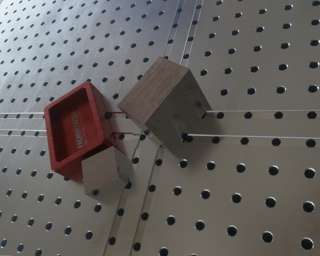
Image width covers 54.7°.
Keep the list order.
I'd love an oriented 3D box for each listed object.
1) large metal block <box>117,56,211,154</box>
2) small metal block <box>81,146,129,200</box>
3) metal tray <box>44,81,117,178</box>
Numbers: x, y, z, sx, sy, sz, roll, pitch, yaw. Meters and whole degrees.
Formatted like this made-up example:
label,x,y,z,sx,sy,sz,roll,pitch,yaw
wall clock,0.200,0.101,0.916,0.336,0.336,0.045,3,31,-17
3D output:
label,x,y,z,sx,sy,sz,roll,pitch,yaw
large metal block,0.008,-0.027,0.384,0.050,0.080,0.080,33,80,38
small metal block,-0.073,0.059,0.409,0.050,0.025,0.050,-26,53,11
metal tray,-0.125,-0.001,0.468,0.090,0.030,0.130,-30,52,8
